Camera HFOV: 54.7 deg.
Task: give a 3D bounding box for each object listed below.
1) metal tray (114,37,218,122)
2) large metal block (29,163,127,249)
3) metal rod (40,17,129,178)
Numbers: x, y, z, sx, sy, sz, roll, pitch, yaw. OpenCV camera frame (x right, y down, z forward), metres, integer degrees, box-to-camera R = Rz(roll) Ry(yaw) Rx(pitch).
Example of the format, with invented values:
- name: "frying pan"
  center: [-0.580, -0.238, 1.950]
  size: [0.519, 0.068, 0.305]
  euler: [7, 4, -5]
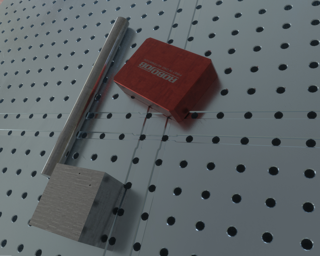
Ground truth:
- name: "metal tray"
  center: [0.004, -0.074, 0.447]
  size: [0.130, 0.030, 0.090]
  euler: [32, 79, 37]
- name: "large metal block"
  center: [-0.100, 0.095, 0.385]
  size: [0.080, 0.050, 0.080]
  euler: [5, 64, 30]
- name: "metal rod"
  center: [-0.114, -0.061, 0.502]
  size: [0.025, 0.025, 0.300]
  euler: [6, 64, 30]
